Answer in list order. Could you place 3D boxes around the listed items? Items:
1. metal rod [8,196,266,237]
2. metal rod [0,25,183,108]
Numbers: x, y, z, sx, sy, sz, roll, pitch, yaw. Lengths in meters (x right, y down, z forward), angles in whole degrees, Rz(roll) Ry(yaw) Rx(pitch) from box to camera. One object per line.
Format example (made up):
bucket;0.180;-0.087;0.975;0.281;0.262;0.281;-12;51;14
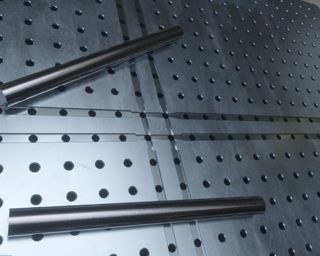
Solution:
metal rod;-0.002;0.095;0.348;0.302;0.025;0.025;4;60;-26
metal rod;-0.071;-0.097;0.428;0.302;0.025;0.025;-32;80;-38
